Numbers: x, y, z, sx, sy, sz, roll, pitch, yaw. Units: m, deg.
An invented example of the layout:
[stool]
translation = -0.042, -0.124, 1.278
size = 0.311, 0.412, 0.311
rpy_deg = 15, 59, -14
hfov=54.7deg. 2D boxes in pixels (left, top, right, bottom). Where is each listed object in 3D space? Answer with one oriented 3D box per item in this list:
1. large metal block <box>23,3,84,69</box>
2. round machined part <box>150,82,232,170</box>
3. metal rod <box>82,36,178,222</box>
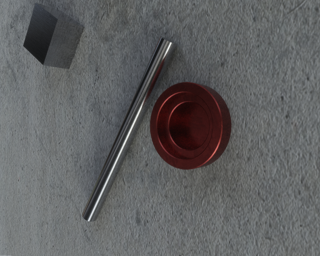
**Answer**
[large metal block]
translation = -0.187, -0.159, 0.539
size = 0.080, 0.050, 0.079
rpy_deg = 40, 114, 32
[round machined part]
translation = 0.039, -0.002, 0.360
size = 0.098, 0.042, 0.097
rpy_deg = 0, 90, 39
[metal rod]
translation = -0.050, 0.015, 0.444
size = 0.025, 0.025, 0.298
rpy_deg = 39, 114, 32
